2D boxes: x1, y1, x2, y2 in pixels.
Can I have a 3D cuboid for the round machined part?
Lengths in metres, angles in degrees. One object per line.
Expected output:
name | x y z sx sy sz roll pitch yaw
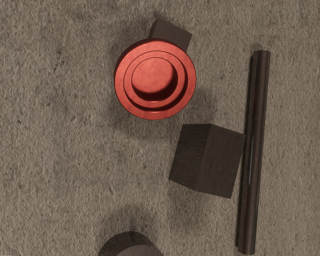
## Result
round machined part | -0.008 -0.062 0.384 0.099 0.042 0.097 -4 117 -9

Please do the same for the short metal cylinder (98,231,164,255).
short metal cylinder | -0.035 0.176 0.384 0.081 0.050 0.079 0 90 -21

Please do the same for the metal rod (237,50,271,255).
metal rod | 0.141 0.035 0.462 0.025 0.025 0.298 6 88 -20

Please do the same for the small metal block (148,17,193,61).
small metal block | 0.009 -0.110 0.413 0.050 0.025 0.050 21 83 -19

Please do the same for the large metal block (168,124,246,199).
large metal block | 0.058 0.040 0.403 0.050 0.080 0.080 17 84 -20
